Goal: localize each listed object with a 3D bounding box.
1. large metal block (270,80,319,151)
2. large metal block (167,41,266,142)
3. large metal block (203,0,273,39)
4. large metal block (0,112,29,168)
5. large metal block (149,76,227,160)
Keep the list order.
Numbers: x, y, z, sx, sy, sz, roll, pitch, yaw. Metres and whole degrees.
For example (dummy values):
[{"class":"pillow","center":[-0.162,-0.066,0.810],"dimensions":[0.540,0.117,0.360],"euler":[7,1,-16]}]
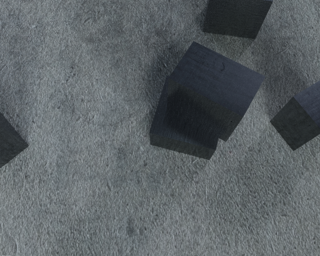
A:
[{"class":"large metal block","center":[0.198,-0.022,0.388],"dimensions":[0.080,0.080,0.050],"euler":[-30,73,-10]},{"class":"large metal block","center":[0.056,-0.036,0.339],"dimensions":[0.080,0.080,0.050],"euler":[29,73,10]},{"class":"large metal block","center":[0.109,-0.178,0.444],"dimensions":[0.080,0.080,0.050],"euler":[9,71,3]},{"class":"large metal block","center":[-0.220,-0.001,0.377],"dimensions":[0.050,0.080,0.080],"euler":[-42,75,-13]},{"class":"large metal block","center":[0.037,-0.012,0.399],"dimensions":[0.080,0.050,0.080],"euler":[14,71,5]}]
